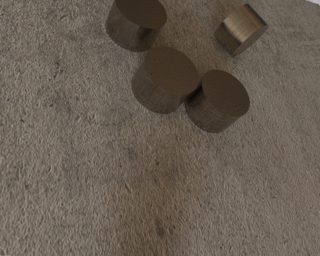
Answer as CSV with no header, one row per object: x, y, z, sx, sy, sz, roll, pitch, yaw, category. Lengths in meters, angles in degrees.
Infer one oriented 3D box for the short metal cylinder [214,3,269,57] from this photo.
0.144,-0.172,0.551,0.081,0.080,0.050,-31,80,-38,short metal cylinder

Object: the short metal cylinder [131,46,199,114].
0.007,-0.066,0.432,0.081,0.050,0.080,14,56,-21,short metal cylinder

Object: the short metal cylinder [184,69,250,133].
0.083,-0.039,0.456,0.081,0.050,0.080,14,56,-21,short metal cylinder

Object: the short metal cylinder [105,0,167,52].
-0.036,-0.162,0.467,0.081,0.050,0.080,14,56,-21,short metal cylinder
